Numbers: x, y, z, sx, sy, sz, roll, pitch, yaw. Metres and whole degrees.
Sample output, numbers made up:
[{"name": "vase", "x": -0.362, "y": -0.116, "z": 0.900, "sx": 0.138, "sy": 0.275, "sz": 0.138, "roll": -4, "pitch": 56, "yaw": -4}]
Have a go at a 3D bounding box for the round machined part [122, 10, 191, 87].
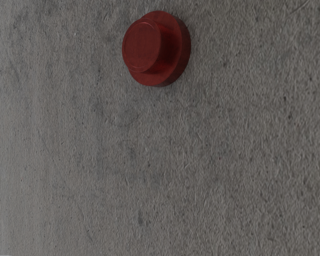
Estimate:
[{"name": "round machined part", "x": -0.012, "y": -0.104, "z": 0.405, "sx": 0.098, "sy": 0.042, "sz": 0.097, "roll": 0, "pitch": 90, "yaw": 40}]
